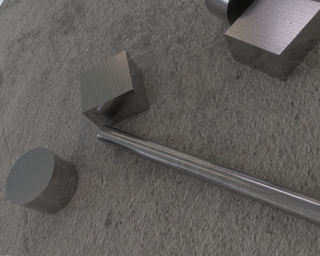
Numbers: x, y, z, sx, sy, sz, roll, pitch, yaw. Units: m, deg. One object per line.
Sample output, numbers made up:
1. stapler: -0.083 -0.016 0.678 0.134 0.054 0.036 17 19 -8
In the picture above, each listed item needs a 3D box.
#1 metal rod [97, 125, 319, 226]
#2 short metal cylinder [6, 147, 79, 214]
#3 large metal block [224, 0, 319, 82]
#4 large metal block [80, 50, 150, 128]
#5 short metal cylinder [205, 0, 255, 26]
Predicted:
1. metal rod: 0.039 0.044 0.356 0.300 0.025 0.025 17 71 34
2. short metal cylinder: -0.161 0.073 0.428 0.080 0.050 0.080 -13 56 21
3. large metal block: 0.142 -0.116 0.385 0.080 0.050 0.080 -48 51 -6
4. large metal block: -0.068 -0.055 0.458 0.080 0.050 0.080 -24 53 13
5. short metal cylinder: 0.109 -0.183 0.424 0.080 0.080 0.050 -40 51 1
